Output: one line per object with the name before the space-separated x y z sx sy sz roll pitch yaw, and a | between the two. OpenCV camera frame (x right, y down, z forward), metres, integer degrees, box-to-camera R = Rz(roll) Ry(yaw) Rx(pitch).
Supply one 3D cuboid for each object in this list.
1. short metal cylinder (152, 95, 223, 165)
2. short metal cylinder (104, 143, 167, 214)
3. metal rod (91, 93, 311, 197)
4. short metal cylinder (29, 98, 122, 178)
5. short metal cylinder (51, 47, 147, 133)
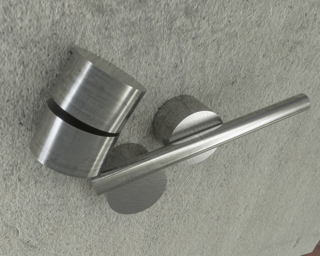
short metal cylinder | 0.037 0.002 0.412 0.081 0.050 0.079 -14 124 -21
short metal cylinder | -0.038 0.067 0.411 0.081 0.050 0.079 -14 124 -21
metal rod | 0.062 0.014 0.384 0.302 0.025 0.025 -20 126 -17
short metal cylinder | -0.088 0.008 0.328 0.081 0.080 0.050 17 109 -35
short metal cylinder | -0.061 -0.038 0.314 0.080 0.080 0.050 24 105 -37
